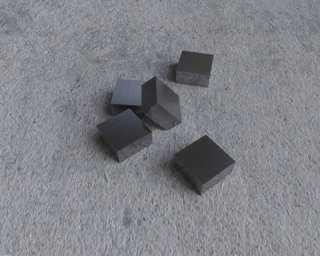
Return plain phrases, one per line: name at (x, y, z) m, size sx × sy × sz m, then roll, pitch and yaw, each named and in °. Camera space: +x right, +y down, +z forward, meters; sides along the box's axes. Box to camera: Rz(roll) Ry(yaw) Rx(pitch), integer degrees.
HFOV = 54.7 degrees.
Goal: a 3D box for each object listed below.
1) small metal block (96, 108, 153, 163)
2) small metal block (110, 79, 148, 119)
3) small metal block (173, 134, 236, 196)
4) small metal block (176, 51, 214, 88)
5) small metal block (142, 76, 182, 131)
small metal block at (-0.045, 0.009, 0.395) m, size 0.050 × 0.025 × 0.050 m, roll -30°, pitch 56°, yaw -23°
small metal block at (-0.039, -0.042, 0.438) m, size 0.050 × 0.025 × 0.050 m, roll 4°, pitch 50°, yaw 3°
small metal block at (0.052, 0.043, 0.367) m, size 0.050 × 0.025 × 0.050 m, roll -30°, pitch 56°, yaw -23°
small metal block at (0.054, -0.092, 0.481) m, size 0.050 × 0.025 × 0.050 m, roll 10°, pitch 51°, yaw 8°
small metal block at (0.002, -0.032, 0.411) m, size 0.025 × 0.050 × 0.050 m, roll -30°, pitch 44°, yaw 28°
